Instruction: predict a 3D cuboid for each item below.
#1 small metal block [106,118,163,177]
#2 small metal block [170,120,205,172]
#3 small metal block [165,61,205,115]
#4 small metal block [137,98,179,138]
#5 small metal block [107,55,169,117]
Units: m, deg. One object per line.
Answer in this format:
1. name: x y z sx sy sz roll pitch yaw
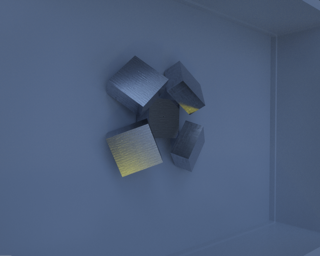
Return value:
1. small metal block: -0.029 0.023 0.364 0.050 0.025 0.050 -20 107 0
2. small metal block: 0.039 0.026 0.422 0.050 0.025 0.050 -63 159 -21
3. small metal block: 0.033 -0.054 0.416 0.050 0.025 0.050 42 27 -32
4. small metal block: -0.002 -0.012 0.401 0.050 0.025 0.050 2 89 -40
5. small metal block: -0.026 -0.049 0.365 0.050 0.025 0.050 37 62 7
